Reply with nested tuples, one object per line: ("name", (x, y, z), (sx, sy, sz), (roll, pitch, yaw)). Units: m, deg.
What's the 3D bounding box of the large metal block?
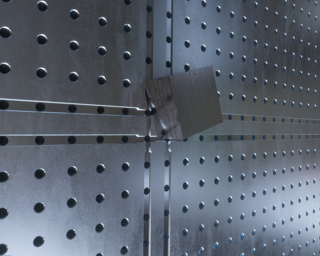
("large metal block", (0.034, -0.035, 0.420), (0.081, 0.050, 0.080), (-21, 104, -38))
